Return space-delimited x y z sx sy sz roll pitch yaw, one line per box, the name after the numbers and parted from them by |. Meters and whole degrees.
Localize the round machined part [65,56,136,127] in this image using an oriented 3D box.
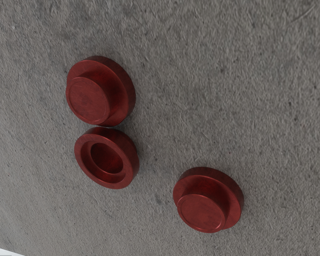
-0.086 -0.043 0.414 0.098 0.042 0.097 13 124 21 | round machined part

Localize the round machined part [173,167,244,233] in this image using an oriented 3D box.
0.062 0.106 0.428 0.098 0.042 0.097 13 124 21 | round machined part

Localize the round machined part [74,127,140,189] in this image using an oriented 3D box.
-0.073 0.039 0.458 0.098 0.042 0.097 14 126 20 | round machined part
